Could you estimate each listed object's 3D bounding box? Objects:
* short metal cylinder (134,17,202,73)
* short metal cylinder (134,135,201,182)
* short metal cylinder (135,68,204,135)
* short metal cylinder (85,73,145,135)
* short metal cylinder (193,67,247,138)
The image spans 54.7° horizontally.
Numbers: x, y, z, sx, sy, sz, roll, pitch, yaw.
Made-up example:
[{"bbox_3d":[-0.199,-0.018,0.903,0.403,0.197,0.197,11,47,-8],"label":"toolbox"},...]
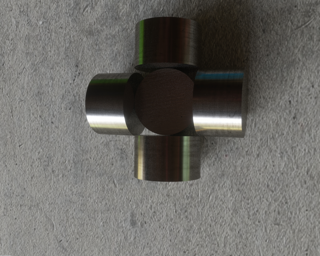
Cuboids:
[{"bbox_3d":[0.010,-0.097,0.376,0.080,0.080,0.050,2,91,19],"label":"short metal cylinder"},{"bbox_3d":[0.009,0.034,0.377,0.080,0.080,0.050,1,90,19],"label":"short metal cylinder"},{"bbox_3d":[0.015,-0.031,0.391,0.080,0.050,0.079,0,90,19],"label":"short metal cylinder"},{"bbox_3d":[-0.052,-0.031,0.399,0.050,0.080,0.079,2,91,20],"label":"short metal cylinder"},{"bbox_3d":[0.072,-0.029,0.355,0.050,0.080,0.079,2,91,20],"label":"short metal cylinder"}]
